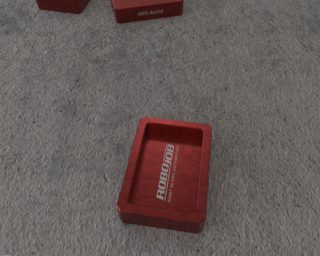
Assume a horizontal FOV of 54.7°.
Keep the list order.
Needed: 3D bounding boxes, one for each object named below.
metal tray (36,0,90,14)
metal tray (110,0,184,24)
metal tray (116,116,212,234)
[{"bbox_3d":[-0.186,-0.287,0.639,0.090,0.030,0.130,10,51,8],"label":"metal tray"},{"bbox_3d":[-0.029,-0.251,0.610,0.131,0.030,0.090,-11,51,-9],"label":"metal tray"},{"bbox_3d":[0.010,0.048,0.359,0.090,0.030,0.130,7,50,6],"label":"metal tray"}]
